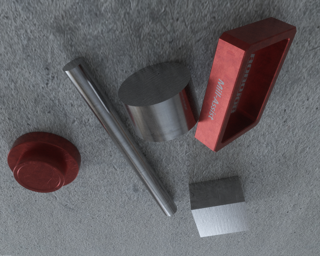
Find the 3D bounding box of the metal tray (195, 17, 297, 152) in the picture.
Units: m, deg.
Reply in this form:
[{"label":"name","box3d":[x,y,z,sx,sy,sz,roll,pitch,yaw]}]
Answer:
[{"label":"metal tray","box3d":[0.089,-0.044,0.333,0.091,0.030,0.129,-27,141,-35]}]

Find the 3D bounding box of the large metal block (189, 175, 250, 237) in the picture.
[{"label":"large metal block","box3d":[0.096,0.128,0.502,0.080,0.050,0.080,-12,129,9]}]

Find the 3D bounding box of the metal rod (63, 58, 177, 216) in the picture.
[{"label":"metal rod","box3d":[-0.040,0.034,0.435,0.025,0.025,0.299,-18,128,14]}]

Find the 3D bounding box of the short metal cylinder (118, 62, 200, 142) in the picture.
[{"label":"short metal cylinder","box3d":[0.000,-0.030,0.346,0.080,0.080,0.050,-13,129,10]}]

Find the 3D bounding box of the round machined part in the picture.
[{"label":"round machined part","box3d":[-0.166,0.055,0.441,0.099,0.042,0.097,-1,130,0]}]
